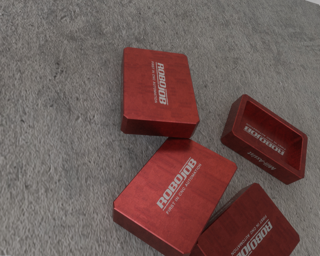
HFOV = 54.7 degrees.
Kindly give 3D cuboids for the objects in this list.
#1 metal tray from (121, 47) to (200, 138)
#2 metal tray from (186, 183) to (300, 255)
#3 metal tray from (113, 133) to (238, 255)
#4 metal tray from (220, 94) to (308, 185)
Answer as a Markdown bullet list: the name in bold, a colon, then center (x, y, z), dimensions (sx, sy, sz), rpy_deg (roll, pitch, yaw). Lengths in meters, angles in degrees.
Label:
- **metal tray**: center (-0.004, -0.049, 0.404), dimensions (0.091, 0.030, 0.130), rpy_deg (4, 50, -12)
- **metal tray**: center (0.102, 0.136, 0.372), dimensions (0.131, 0.030, 0.090), rpy_deg (-29, 78, -37)
- **metal tray**: center (0.020, 0.070, 0.349), dimensions (0.090, 0.030, 0.131), rpy_deg (29, 49, 16)
- **metal tray**: center (0.164, 0.016, 0.478), dimensions (0.130, 0.030, 0.090), rpy_deg (32, 51, -7)
